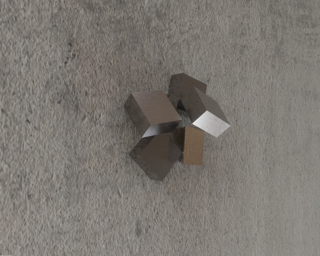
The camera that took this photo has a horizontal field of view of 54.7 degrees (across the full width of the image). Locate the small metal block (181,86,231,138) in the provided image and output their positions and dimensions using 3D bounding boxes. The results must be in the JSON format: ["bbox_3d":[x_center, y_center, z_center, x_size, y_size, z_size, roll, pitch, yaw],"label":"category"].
[{"bbox_3d":[0.060,-0.021,0.408,0.050,0.025,0.050,27,30,-37],"label":"small metal block"}]

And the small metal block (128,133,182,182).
[{"bbox_3d":[-0.005,0.033,0.404,0.050,0.025,0.050,-53,121,-27],"label":"small metal block"}]

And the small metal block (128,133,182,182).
[{"bbox_3d":[-0.005,0.033,0.404,0.050,0.025,0.050,-53,121,-27],"label":"small metal block"}]

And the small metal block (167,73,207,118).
[{"bbox_3d":[0.037,-0.045,0.440,0.050,0.025,0.050,18,79,-39],"label":"small metal block"}]

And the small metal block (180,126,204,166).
[{"bbox_3d":[0.043,0.024,0.426,0.025,0.050,0.050,4,87,-2],"label":"small metal block"}]

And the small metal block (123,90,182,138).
[{"bbox_3d":[-0.009,-0.019,0.384,0.050,0.025,0.050,-10,59,-40],"label":"small metal block"}]
